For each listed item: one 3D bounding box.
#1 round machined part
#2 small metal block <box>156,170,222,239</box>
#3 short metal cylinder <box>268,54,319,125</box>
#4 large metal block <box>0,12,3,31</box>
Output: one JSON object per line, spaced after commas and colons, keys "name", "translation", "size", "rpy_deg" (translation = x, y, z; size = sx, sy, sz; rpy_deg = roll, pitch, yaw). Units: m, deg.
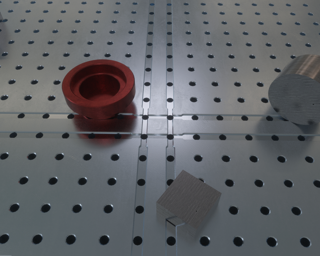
{"name": "round machined part", "translation": [-0.084, -0.050, 0.438], "size": [0.099, 0.042, 0.098], "rpy_deg": [0, 50, 0]}
{"name": "small metal block", "translation": [0.031, 0.082, 0.339], "size": [0.050, 0.025, 0.050], "rpy_deg": [30, 56, 22]}
{"name": "short metal cylinder", "translation": [0.195, -0.051, 0.416], "size": [0.080, 0.080, 0.050], "rpy_deg": [31, 57, 23]}
{"name": "large metal block", "translation": [-0.337, -0.194, 0.552], "size": [0.081, 0.050, 0.080], "rpy_deg": [-9, 51, -8]}
